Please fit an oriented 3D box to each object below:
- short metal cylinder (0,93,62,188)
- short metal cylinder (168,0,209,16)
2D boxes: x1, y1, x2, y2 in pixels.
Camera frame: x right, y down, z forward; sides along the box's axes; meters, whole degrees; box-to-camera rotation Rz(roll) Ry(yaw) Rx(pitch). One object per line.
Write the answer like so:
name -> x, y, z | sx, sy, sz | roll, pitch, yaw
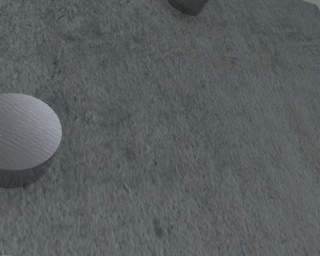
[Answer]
short metal cylinder -> -0.142, 0.013, 0.304 | 0.081, 0.050, 0.080 | 14, 56, -21
short metal cylinder -> 0.057, -0.259, 0.578 | 0.081, 0.050, 0.080 | 14, 56, -21
